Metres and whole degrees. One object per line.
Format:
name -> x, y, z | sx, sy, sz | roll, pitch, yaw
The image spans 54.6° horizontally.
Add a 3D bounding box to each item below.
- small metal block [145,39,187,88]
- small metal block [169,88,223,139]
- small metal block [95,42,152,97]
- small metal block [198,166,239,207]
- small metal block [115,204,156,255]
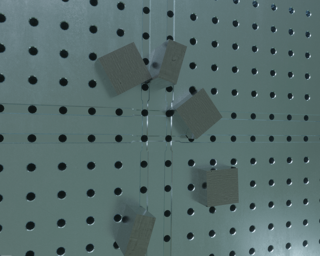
small metal block -> 0.007, -0.081, 0.402 | 0.025, 0.050, 0.050 | 18, 84, -19
small metal block -> 0.050, -0.020, 0.431 | 0.050, 0.025, 0.050 | -39, 103, -16
small metal block -> -0.046, -0.074, 0.395 | 0.050, 0.025, 0.050 | -30, 100, -17
small metal block -> 0.083, 0.082, 0.443 | 0.050, 0.025, 0.050 | -2, 91, -20
small metal block -> -0.031, 0.128, 0.388 | 0.025, 0.050, 0.050 | 18, 84, -19
